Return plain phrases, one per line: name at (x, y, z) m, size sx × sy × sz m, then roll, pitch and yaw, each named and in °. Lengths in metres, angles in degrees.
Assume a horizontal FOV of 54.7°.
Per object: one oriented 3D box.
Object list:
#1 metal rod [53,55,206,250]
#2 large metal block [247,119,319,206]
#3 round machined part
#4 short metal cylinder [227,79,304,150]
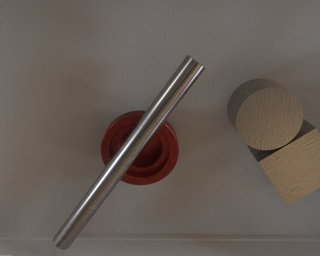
metal rod at (-0.047, 0.041, 0.381) m, size 0.025 × 0.025 × 0.299 m, roll 34°, pitch 106°, yaw -12°
large metal block at (0.179, 0.043, 0.417) m, size 0.080 × 0.050 × 0.080 m, roll -34°, pitch 107°, yaw 11°
round machined part at (-0.026, 0.023, 0.410) m, size 0.099 × 0.042 × 0.097 m, roll 0°, pitch 110°, yaw -1°
short metal cylinder at (0.131, -0.018, 0.393) m, size 0.081 × 0.050 × 0.079 m, roll 0°, pitch 110°, yaw -1°
